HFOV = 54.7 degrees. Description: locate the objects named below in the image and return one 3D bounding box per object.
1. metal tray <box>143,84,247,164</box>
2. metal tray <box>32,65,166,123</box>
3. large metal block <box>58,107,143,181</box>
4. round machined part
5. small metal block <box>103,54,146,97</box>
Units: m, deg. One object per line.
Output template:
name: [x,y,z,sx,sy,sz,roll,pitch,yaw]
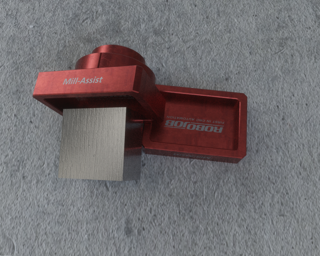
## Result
metal tray: [0.046,-0.006,0.409,0.131,0.030,0.090,6,70,2]
metal tray: [-0.068,-0.035,0.369,0.130,0.090,0.030,0,70,19]
large metal block: [-0.068,0.020,0.368,0.080,0.050,0.080,0,82,18]
round machined part: [-0.054,-0.066,0.383,0.099,0.098,0.042,6,70,2]
small metal block: [-0.049,-0.074,0.436,0.050,0.025,0.050,6,70,2]
